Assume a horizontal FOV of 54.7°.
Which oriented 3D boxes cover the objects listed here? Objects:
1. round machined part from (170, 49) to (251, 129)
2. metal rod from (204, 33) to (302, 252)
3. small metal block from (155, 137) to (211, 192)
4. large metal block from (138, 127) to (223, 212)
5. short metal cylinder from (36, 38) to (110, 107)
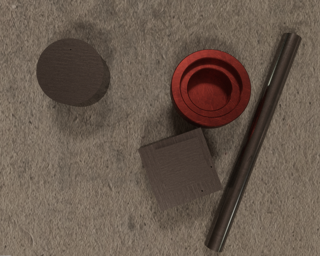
[{"bbox_3d":[0.062,-0.047,0.397,0.099,0.042,0.097,0,81,-2],"label":"round machined part"},{"bbox_3d":[0.123,0.019,0.411,0.025,0.025,0.299,21,90,-1],"label":"metal rod"},{"bbox_3d":[0.026,0.041,0.360,0.050,0.025,0.050,-17,90,-1],"label":"small metal block"},{"bbox_3d":[0.025,0.050,0.398,0.080,0.050,0.080,-20,90,-1],"label":"large metal block"},{"bbox_3d":[-0.108,-0.068,0.396,0.081,0.050,0.079,0,90,-1],"label":"short metal cylinder"}]
